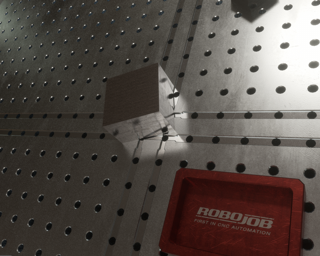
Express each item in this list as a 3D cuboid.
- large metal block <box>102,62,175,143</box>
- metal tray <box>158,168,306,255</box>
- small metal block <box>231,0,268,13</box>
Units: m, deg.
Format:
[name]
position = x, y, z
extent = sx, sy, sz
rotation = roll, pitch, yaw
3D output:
[large metal block]
position = -0.028, -0.033, 0.426
extent = 0.080, 0.050, 0.080
rotation = -14, 56, 20
[metal tray]
position = 0.072, 0.092, 0.310
extent = 0.130, 0.030, 0.090
rotation = 2, 62, 28
[small metal block]
position = 0.138, -0.206, 0.462
extent = 0.050, 0.025, 0.050
rotation = -37, 51, 2
